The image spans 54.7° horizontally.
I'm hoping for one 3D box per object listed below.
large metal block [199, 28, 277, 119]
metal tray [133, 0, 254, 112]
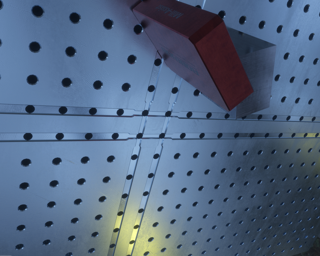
[{"bbox_3d":[0.092,-0.070,0.385,0.050,0.080,0.079,-19,126,-18],"label":"large metal block"},{"bbox_3d":[0.029,-0.080,0.311,0.030,0.130,0.090,-40,130,-1],"label":"metal tray"}]
